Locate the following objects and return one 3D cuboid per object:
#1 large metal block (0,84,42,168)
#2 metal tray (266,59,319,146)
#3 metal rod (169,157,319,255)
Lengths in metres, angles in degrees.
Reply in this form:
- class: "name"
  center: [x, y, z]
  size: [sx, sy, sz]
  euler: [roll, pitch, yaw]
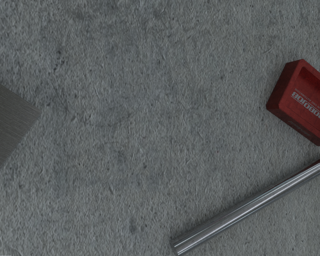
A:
- class: "large metal block"
  center: [-0.185, -0.008, 0.328]
  size: [0.080, 0.050, 0.080]
  euler: [36, 78, -17]
- class: "metal tray"
  center: [0.242, -0.038, 0.497]
  size: [0.130, 0.030, 0.090]
  euler: [31, 80, -18]
- class: "metal rod"
  center: [0.151, 0.109, 0.466]
  size: [0.302, 0.025, 0.025]
  euler: [-23, 98, -19]
